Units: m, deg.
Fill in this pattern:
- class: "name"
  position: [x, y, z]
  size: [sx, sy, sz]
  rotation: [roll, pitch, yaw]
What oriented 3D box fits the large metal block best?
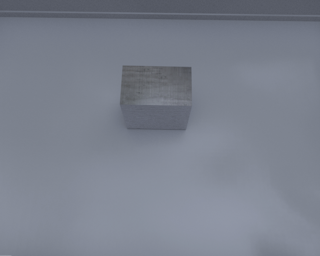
- class: "large metal block"
  position: [-0.004, -0.035, 0.391]
  size: [0.080, 0.080, 0.050]
  rotation: [1, 70, 0]
